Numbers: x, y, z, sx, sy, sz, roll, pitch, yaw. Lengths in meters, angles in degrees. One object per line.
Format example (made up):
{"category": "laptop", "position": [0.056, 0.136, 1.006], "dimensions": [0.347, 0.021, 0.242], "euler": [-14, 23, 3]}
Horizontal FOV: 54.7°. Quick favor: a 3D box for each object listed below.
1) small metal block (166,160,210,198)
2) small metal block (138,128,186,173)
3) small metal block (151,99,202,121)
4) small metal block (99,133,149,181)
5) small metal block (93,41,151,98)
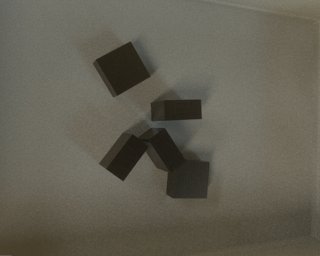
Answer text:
{"category": "small metal block", "position": [0.038, 0.069, 0.426], "dimensions": [0.050, 0.025, 0.050], "euler": [5, 88, -20]}
{"category": "small metal block", "position": [0.001, 0.027, 0.399], "dimensions": [0.025, 0.050, 0.050], "euler": [-36, 102, -17]}
{"category": "small metal block", "position": [0.020, -0.023, 0.406], "dimensions": [0.050, 0.050, 0.025], "euler": [-3, 91, -20]}
{"category": "small metal block", "position": [-0.046, 0.034, 0.381], "dimensions": [0.025, 0.050, 0.050], "euler": [40, 77, -16]}
{"category": "small metal block", "position": [-0.049, -0.074, 0.393], "dimensions": [0.050, 0.025, 0.050], "euler": [-33, 101, -17]}
